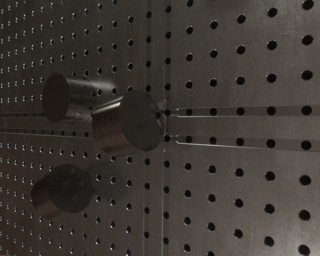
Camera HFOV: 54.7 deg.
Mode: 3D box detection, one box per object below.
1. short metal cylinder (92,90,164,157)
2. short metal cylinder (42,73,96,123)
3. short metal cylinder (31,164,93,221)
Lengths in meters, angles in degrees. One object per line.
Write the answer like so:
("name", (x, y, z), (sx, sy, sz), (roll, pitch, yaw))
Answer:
("short metal cylinder", (-0.041, -0.005, 0.405), (0.050, 0.081, 0.080), (-15, 80, 39))
("short metal cylinder", (-0.152, -0.048, 0.515), (0.080, 0.050, 0.079), (0, 90, 39))
("short metal cylinder", (-0.157, 0.104, 0.500), (0.050, 0.081, 0.080), (-31, 71, 35))
